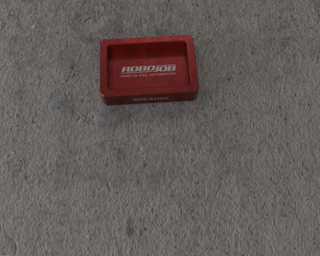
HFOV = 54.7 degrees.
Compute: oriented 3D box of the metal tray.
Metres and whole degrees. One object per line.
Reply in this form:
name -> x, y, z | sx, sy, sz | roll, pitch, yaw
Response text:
metal tray -> -0.016, -0.081, 0.434 | 0.131, 0.030, 0.090 | -3, 70, -2
